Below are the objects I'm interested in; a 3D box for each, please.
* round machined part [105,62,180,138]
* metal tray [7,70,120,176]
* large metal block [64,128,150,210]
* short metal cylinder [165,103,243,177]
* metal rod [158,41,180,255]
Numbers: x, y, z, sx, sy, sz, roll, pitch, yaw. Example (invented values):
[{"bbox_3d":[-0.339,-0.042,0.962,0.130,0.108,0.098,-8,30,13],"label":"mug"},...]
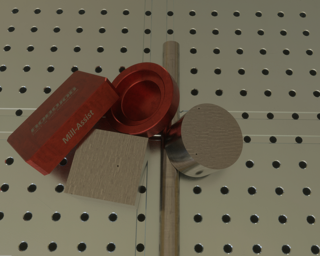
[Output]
[{"bbox_3d":[-0.020,-0.032,0.400,0.098,0.042,0.098,-9,67,23],"label":"round machined part"},{"bbox_3d":[-0.121,-0.013,0.387,0.130,0.030,0.090,-50,39,-16],"label":"metal tray"},{"bbox_3d":[-0.060,0.050,0.379,0.080,0.050,0.080,10,70,3],"label":"large metal block"},{"bbox_3d":[0.053,0.016,0.379,0.081,0.050,0.080,7,69,-19],"label":"short metal cylinder"},{"bbox_3d":[0.013,0.019,0.405,0.025,0.025,0.299,1,70,0],"label":"metal rod"}]
